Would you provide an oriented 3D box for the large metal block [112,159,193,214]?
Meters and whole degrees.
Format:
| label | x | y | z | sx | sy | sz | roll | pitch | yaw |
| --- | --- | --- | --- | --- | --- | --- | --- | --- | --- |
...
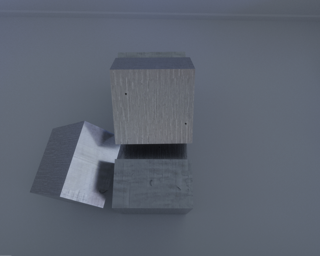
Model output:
| label | x | y | z | sx | sy | sz | roll | pitch | yaw |
| --- | --- | --- | --- | --- | --- | --- | --- | --- | --- |
| large metal block | -0.007 | 0.069 | 0.352 | 0.081 | 0.080 | 0.050 | 0 | 70 | 0 |

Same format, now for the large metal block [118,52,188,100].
| label | x | y | z | sx | sy | sz | roll | pitch | yaw |
| --- | --- | --- | --- | --- | --- | --- | --- | --- | --- |
| large metal block | -0.009 | -0.054 | 0.397 | 0.081 | 0.080 | 0.050 | -1 | 70 | -1 |

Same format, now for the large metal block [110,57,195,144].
| label | x | y | z | sx | sy | sz | roll | pitch | yaw |
| --- | --- | --- | --- | --- | --- | --- | --- | --- | --- |
| large metal block | -0.007 | -0.030 | 0.330 | 0.081 | 0.079 | 0.050 | -1 | 25 | -1 |

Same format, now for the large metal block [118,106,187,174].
| label | x | y | z | sx | sy | sz | roll | pitch | yaw |
| --- | --- | --- | --- | --- | --- | --- | --- | --- | --- |
| large metal block | -0.009 | 0.013 | 0.392 | 0.081 | 0.050 | 0.080 | -1 | 70 | -1 |

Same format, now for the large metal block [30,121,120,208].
| label | x | y | z | sx | sy | sz | roll | pitch | yaw |
| --- | --- | --- | --- | --- | --- | --- | --- | --- | --- |
| large metal block | -0.096 | 0.042 | 0.353 | 0.050 | 0.080 | 0.080 | 28 | 66 | -36 |
